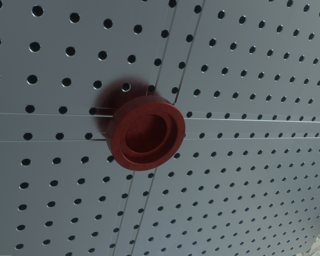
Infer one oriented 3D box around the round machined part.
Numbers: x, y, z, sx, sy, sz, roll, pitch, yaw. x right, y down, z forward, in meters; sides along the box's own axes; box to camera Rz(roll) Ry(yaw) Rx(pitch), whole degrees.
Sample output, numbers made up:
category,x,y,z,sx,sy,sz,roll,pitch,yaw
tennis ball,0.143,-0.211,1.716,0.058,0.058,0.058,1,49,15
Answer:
category,x,y,z,sx,sy,sz,roll,pitch,yaw
round machined part,-0.021,0.003,0.392,0.099,0.042,0.097,-14,125,-21
